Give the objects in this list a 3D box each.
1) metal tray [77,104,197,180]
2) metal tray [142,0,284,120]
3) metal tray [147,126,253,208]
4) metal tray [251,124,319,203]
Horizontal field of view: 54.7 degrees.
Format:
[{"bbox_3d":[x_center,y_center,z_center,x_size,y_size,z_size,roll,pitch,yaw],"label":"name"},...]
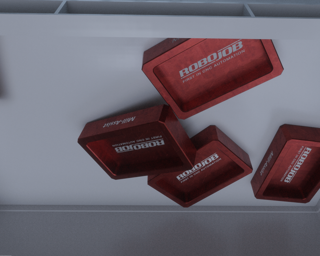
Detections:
[{"bbox_3d":[-0.030,0.024,0.404,0.130,0.030,0.090,-12,130,28],"label":"metal tray"},{"bbox_3d":[0.057,-0.072,0.344,0.130,0.030,0.090,-25,126,20],"label":"metal tray"},{"bbox_3d":[0.057,0.062,0.458,0.130,0.030,0.090,-36,122,26],"label":"metal tray"},{"bbox_3d":[0.200,0.057,0.455,0.091,0.030,0.129,6,130,-6],"label":"metal tray"}]
